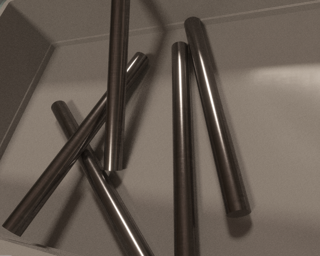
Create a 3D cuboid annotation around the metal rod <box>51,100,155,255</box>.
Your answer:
[{"bbox_3d":[-0.091,0.054,0.418,0.025,0.025,0.300,-41,51,0],"label":"metal rod"}]

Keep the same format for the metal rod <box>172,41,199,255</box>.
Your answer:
[{"bbox_3d":[0.028,0.008,0.384,0.025,0.025,0.299,-13,56,21],"label":"metal rod"}]

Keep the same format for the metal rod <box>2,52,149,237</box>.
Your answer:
[{"bbox_3d":[-0.101,0.005,0.424,0.025,0.025,0.300,15,60,34],"label":"metal rod"}]

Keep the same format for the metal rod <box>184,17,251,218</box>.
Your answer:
[{"bbox_3d":[0.064,-0.037,0.394,0.025,0.025,0.299,-19,54,17],"label":"metal rod"}]

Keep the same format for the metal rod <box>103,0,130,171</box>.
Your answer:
[{"bbox_3d":[-0.055,-0.094,0.410,0.025,0.025,0.298,1,88,28],"label":"metal rod"}]
